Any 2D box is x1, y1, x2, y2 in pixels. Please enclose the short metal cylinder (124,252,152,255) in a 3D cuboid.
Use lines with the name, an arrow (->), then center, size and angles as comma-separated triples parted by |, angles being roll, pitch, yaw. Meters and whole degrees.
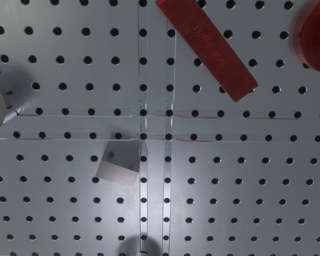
short metal cylinder -> -0.036, 0.247, 0.491 | 0.081, 0.050, 0.079 | 0, 110, 0

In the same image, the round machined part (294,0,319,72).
round machined part -> 0.216, -0.111, 0.366 | 0.099, 0.042, 0.097 | 0, 110, 0

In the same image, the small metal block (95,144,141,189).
small metal block -> -0.055, 0.051, 0.418 | 0.050, 0.050, 0.025 | 20, 109, -7

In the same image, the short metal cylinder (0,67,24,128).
short metal cylinder -> -0.221, -0.036, 0.385 | 0.081, 0.050, 0.079 | 0, 110, 0

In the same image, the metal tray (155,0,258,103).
metal tray -> 0.049, -0.095, 0.344 | 0.030, 0.090, 0.130 | -39, 106, 13
